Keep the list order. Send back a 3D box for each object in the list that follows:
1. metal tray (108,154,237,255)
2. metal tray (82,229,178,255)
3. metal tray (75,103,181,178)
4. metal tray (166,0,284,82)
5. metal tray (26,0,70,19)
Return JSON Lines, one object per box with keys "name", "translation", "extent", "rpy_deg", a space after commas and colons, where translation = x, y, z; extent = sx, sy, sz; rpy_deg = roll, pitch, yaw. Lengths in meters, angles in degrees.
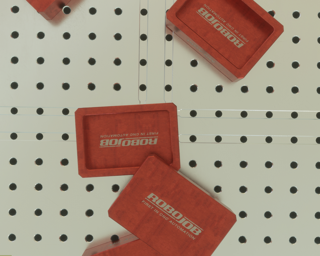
{"name": "metal tray", "translation": [0.015, 0.104, 0.381], "extent": [0.130, 0.030, 0.090], "rpy_deg": [36, 90, -1]}
{"name": "metal tray", "translation": [-0.031, 0.191, 0.411], "extent": [0.131, 0.030, 0.090], "rpy_deg": [-19, 90, -1]}
{"name": "metal tray", "translation": [-0.041, 0.015, 0.410], "extent": [0.131, 0.030, 0.089], "rpy_deg": [-3, 90, -1]}
{"name": "metal tray", "translation": [0.084, -0.136, 0.411], "extent": [0.130, 0.030, 0.090], "rpy_deg": [40, 90, -1]}
{"name": "metal tray", "translation": [-0.167, -0.222, 0.409], "extent": [0.130, 0.030, 0.090], "rpy_deg": [45, 90, -1]}
